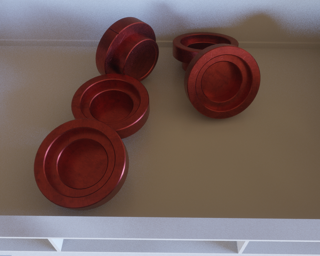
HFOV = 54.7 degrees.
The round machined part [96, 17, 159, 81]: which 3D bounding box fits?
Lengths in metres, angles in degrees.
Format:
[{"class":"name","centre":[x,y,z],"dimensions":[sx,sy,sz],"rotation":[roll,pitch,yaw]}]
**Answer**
[{"class":"round machined part","centre":[-0.040,-0.104,0.444],"dimensions":[0.042,0.097,0.099],"rotation":[37,59,27]}]

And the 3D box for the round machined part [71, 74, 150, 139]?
[{"class":"round machined part","centre":[-0.063,-0.023,0.410],"dimensions":[0.099,0.042,0.098],"rotation":[0,54,0]}]

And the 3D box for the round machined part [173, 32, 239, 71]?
[{"class":"round machined part","centre":[0.069,-0.113,0.478],"dimensions":[0.099,0.042,0.098],"rotation":[0,33,0]}]

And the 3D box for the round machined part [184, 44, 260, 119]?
[{"class":"round machined part","centre":[0.081,-0.065,0.420],"dimensions":[0.099,0.097,0.042],"rotation":[-7,23,-6]}]

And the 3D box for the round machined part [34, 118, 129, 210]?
[{"class":"round machined part","centre":[-0.083,0.042,0.345],"dimensions":[0.099,0.042,0.098],"rotation":[-1,69,4]}]
